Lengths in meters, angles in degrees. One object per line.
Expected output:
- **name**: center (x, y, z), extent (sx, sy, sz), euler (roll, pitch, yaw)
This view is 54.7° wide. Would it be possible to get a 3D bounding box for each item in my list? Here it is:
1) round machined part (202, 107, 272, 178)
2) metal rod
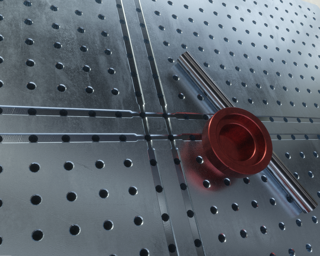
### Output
- **round machined part**: center (0.103, 0.023, 0.433), extent (0.099, 0.042, 0.098), euler (9, 63, -17)
- **metal rod**: center (0.129, 0.001, 0.476), extent (0.025, 0.025, 0.300), euler (-32, 80, -38)
